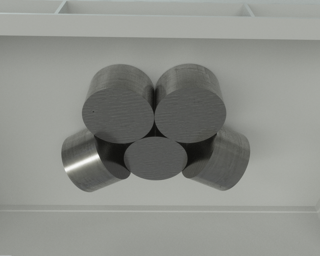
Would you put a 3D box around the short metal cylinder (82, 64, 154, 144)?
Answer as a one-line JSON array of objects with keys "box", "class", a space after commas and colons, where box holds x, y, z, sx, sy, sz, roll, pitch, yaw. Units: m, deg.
[{"box": [-0.047, -0.028, 0.367, 0.081, 0.050, 0.079, 0, 130, 0], "class": "short metal cylinder"}]

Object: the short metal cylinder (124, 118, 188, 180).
[{"box": [-0.005, 0.024, 0.411, 0.081, 0.050, 0.079, 0, 130, 0], "class": "short metal cylinder"}]

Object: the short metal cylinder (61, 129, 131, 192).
[{"box": [-0.080, 0.037, 0.402, 0.050, 0.080, 0.080, -24, 126, 19], "class": "short metal cylinder"}]

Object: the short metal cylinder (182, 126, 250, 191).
[{"box": [0.070, 0.035, 0.401, 0.050, 0.080, 0.080, 24, 126, -19], "class": "short metal cylinder"}]

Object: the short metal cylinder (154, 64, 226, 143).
[{"box": [0.034, -0.028, 0.367, 0.081, 0.050, 0.079, 0, 130, 0], "class": "short metal cylinder"}]
